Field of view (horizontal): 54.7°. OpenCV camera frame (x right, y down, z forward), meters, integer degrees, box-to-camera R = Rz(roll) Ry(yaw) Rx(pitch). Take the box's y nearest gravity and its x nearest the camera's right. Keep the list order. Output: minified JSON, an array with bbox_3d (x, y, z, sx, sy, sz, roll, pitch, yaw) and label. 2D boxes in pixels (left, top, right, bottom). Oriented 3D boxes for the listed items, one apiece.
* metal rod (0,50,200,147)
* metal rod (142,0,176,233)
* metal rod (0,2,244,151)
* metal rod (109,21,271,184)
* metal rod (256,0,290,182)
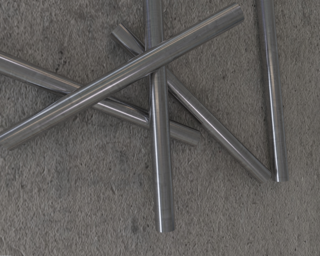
[{"bbox_3d":[-0.084,-0.037,0.377,0.302,0.025,0.025,21,83,-19],"label":"metal rod"},{"bbox_3d":[-0.002,-0.024,0.380,0.025,0.025,0.298,-4,91,-20],"label":"metal rod"},{"bbox_3d":[-0.041,-0.059,0.351,0.301,0.025,0.025,-29,100,-2],"label":"metal rod"},{"bbox_3d":[0.051,-0.025,0.427,0.300,0.025,0.025,43,77,-15],"label":"metal rod"},{"bbox_3d":[0.171,-0.068,0.471,0.025,0.025,0.298,-7,92,-20],"label":"metal rod"}]
